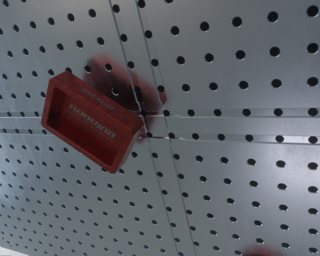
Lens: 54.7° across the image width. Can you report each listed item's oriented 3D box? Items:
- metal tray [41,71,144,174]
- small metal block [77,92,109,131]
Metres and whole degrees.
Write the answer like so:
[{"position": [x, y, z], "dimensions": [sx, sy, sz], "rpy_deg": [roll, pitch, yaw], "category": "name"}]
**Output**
[{"position": [-0.095, -0.006, 0.421], "dimensions": [0.130, 0.030, 0.089], "rpy_deg": [33, 129, 6], "category": "metal tray"}, {"position": [-0.096, -0.023, 0.448], "dimensions": [0.050, 0.025, 0.050], "rpy_deg": [-1, 118, 28], "category": "small metal block"}]
